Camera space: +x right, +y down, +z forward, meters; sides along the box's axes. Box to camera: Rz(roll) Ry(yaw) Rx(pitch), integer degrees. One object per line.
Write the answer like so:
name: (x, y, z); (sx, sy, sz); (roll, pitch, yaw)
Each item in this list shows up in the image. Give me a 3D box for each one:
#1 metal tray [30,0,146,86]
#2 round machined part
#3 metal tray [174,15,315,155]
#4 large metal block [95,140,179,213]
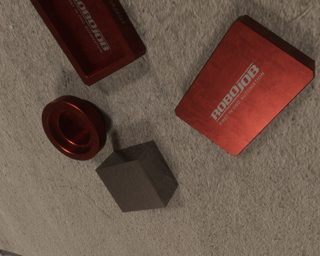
metal tray: (-0.087, -0.125, 0.370); (0.090, 0.030, 0.130); (-21, 108, 35)
round machined part: (-0.120, -0.004, 0.455); (0.098, 0.042, 0.097); (13, 124, 20)
metal tray: (0.085, -0.040, 0.333); (0.090, 0.030, 0.129); (36, 129, 3)
large metal block: (-0.032, 0.072, 0.451); (0.080, 0.050, 0.080); (-17, 110, 34)
